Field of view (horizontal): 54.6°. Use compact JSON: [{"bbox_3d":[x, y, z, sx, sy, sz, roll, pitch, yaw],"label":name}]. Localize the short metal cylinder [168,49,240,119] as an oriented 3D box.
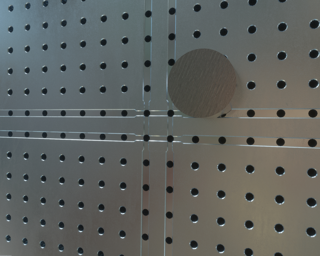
[{"bbox_3d":[0.055,-0.052,0.380,0.080,0.050,0.080,0,90,20],"label":"short metal cylinder"}]
